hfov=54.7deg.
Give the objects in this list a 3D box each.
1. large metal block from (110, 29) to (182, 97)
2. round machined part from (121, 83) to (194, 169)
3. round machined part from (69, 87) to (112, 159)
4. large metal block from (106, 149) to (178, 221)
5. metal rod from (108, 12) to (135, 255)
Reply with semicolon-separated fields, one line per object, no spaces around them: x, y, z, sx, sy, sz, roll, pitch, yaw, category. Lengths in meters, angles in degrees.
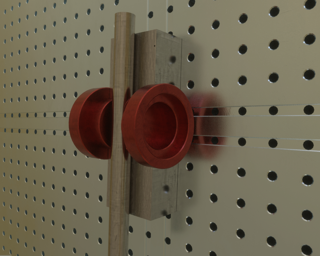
-0.020;-0.078;0.409;0.080;0.050;0.079;3;92;40;large metal block
-0.007;-0.003;0.367;0.042;0.099;0.097;3;92;45;round machined part
-0.068;-0.006;0.417;0.042;0.099;0.097;3;92;40;round machined part
-0.024;0.069;0.413;0.080;0.050;0.079;4;93;40;large metal block
-0.048;0.011;0.383;0.025;0.025;0.298;3;92;40;metal rod
